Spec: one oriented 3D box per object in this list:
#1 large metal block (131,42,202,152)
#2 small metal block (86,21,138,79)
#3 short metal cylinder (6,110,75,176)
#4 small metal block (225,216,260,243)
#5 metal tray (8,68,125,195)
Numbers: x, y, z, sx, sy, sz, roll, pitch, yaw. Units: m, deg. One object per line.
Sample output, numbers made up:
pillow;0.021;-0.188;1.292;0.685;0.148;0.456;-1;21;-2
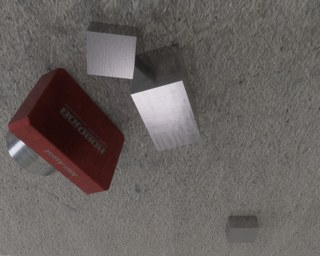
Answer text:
large metal block;0.009;-0.034;0.342;0.050;0.080;0.080;-14;129;11
small metal block;-0.052;-0.083;0.336;0.050;0.025;0.050;5;130;-5
short metal cylinder;-0.136;0.011;0.379;0.050;0.080;0.080;-36;122;26
small metal block;0.149;0.186;0.567;0.050;0.025;0.050;-1;130;0
metal tray;-0.099;0.006;0.364;0.030;0.090;0.130;-16;130;28
